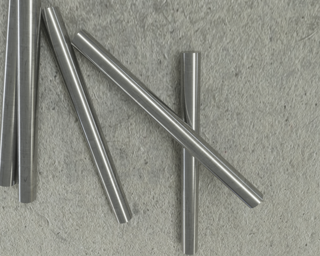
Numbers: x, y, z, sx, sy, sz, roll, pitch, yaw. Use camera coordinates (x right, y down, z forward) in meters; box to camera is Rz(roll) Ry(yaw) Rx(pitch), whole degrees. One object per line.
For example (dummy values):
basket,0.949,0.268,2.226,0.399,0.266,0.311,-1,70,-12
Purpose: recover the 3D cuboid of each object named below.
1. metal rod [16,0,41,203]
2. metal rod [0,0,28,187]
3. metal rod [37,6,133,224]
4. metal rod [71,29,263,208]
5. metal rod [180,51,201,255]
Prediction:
metal rod,-0.163,-0.033,0.383,0.025,0.025,0.298,10,115,-4
metal rod,-0.181,-0.061,0.385,0.025,0.025,0.298,12,110,-5
metal rod,-0.091,-0.002,0.407,0.025,0.025,0.298,-14,110,5
metal rod,0.013,-0.007,0.384,0.300,0.025,0.025,42,105,-6
metal rod,0.041,0.047,0.427,0.025,0.025,0.298,-2,110,0
